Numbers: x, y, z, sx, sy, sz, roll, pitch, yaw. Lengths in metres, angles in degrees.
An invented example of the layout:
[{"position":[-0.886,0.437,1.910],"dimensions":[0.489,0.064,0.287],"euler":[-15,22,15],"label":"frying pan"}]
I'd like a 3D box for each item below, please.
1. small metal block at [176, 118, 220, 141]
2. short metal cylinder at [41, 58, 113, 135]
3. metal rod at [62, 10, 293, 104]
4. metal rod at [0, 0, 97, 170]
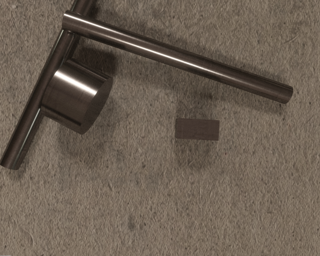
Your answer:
[{"position":[0.046,0.002,0.398],"dimensions":[0.050,0.050,0.025],"euler":[3,90,-1],"label":"small metal block"},{"position":[-0.100,-0.038,0.381],"dimensions":[0.050,0.080,0.080],"euler":[28,90,-1],"label":"short metal cylinder"},{"position":[0.027,-0.088,0.397],"dimensions":[0.302,0.025,0.025],"euler":[17,90,-6],"label":"metal rod"},{"position":[-0.136,-0.086,0.408],"dimensions":[0.025,0.025,0.299],"euler":[25,90,-1],"label":"metal rod"}]
